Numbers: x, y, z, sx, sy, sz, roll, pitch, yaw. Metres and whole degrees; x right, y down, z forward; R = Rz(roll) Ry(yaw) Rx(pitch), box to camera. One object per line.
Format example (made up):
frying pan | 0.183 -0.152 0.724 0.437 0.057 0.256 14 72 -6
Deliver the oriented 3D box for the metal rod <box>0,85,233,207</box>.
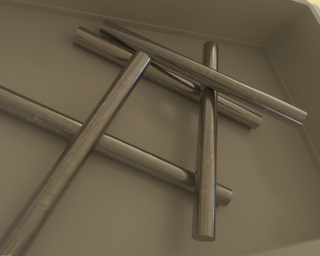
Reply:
metal rod | -0.048 0.026 0.363 0.301 0.025 0.025 25 53 -13

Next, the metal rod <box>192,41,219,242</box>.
metal rod | 0.063 -0.007 0.409 0.025 0.025 0.300 20 54 -17

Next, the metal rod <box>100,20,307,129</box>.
metal rod | 0.050 -0.077 0.424 0.301 0.025 0.025 28 50 11

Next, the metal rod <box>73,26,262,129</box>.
metal rod | 0.020 -0.068 0.457 0.302 0.025 0.025 24 53 -14

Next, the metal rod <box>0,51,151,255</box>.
metal rod | -0.085 0.027 0.316 0.025 0.025 0.300 33 60 -7
